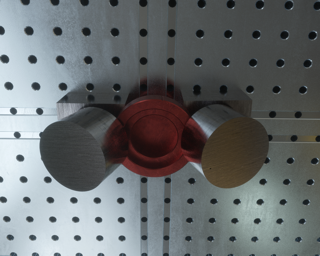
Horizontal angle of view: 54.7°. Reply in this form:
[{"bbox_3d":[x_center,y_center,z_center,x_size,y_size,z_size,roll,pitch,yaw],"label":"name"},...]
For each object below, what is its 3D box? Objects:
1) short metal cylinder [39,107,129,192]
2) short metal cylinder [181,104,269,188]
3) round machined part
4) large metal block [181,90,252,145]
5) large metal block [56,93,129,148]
[{"bbox_3d":[-0.082,0.022,0.340,0.080,0.050,0.079,8,113,20],"label":"short metal cylinder"},{"bbox_3d":[0.070,0.019,0.340,0.081,0.050,0.079,-7,111,-19],"label":"short metal cylinder"},{"bbox_3d":[-0.007,0.007,0.375,0.099,0.042,0.097,0,110,0],"label":"round machined part"},{"bbox_3d":[0.068,-0.004,0.399,0.080,0.050,0.079,-1,110,0],"label":"large metal block"},{"bbox_3d":[-0.082,0.000,0.399,0.081,0.050,0.079,1,110,-1],"label":"large metal block"}]
